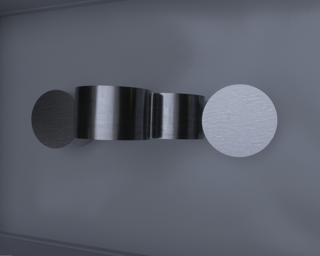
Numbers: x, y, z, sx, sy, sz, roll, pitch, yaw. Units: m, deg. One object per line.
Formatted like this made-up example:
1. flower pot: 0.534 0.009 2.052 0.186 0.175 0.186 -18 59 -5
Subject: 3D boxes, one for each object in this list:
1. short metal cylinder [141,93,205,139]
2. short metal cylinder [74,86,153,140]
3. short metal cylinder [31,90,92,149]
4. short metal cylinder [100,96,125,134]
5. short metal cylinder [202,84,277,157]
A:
1. short metal cylinder: 0.014 -0.013 0.374 0.080 0.080 0.050 2 91 20
2. short metal cylinder: -0.048 -0.014 0.323 0.080 0.080 0.050 2 91 20
3. short metal cylinder: -0.133 -0.012 0.442 0.080 0.050 0.080 0 90 20
4. short metal cylinder: -0.062 -0.016 0.401 0.080 0.080 0.050 2 91 20
5. short metal cylinder: 0.094 -0.008 0.362 0.080 0.050 0.080 0 90 20
